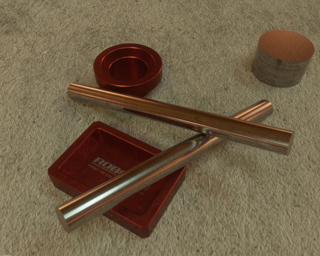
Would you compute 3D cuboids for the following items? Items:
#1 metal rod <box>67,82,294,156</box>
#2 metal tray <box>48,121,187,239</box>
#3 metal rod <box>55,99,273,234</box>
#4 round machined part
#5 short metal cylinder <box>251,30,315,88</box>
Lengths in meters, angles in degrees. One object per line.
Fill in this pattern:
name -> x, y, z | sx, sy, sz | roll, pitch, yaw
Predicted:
metal rod -> 0.001, -0.019, 0.374 | 0.300, 0.025, 0.025 | 15, 50, 30
metal tray -> -0.047, 0.053, 0.354 | 0.130, 0.030, 0.090 | 24, 54, 19
metal rod -> 0.032, 0.025, 0.344 | 0.302, 0.025, 0.025 | -25, 54, -34
round machined part -> -0.046, -0.079, 0.459 | 0.099, 0.042, 0.098 | 0, 50, 0
short metal cylinder -> 0.188, -0.108, 0.479 | 0.081, 0.050, 0.080 | 0, 50, 0
